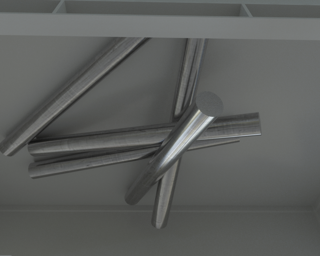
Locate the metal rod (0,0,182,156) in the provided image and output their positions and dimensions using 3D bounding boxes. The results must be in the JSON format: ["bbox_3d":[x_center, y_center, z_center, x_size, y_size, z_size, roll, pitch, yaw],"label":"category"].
[{"bbox_3d":[-0.099,-0.047,0.367,0.299,0.025,0.025,-34,123,25],"label":"metal rod"}]

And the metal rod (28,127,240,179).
[{"bbox_3d":[-0.042,0.035,0.438,0.301,0.025,0.025,-11,130,8],"label":"metal rod"}]

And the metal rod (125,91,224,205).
[{"bbox_3d":[-0.002,0.047,0.382,0.025,0.025,0.298,14,150,-12],"label":"metal rod"}]

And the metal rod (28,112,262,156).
[{"bbox_3d":[-0.035,0.011,0.378,0.301,0.025,0.025,-6,131,21],"label":"metal rod"}]

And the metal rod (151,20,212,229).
[{"bbox_3d":[0.020,0.018,0.395,0.025,0.025,0.298,6,121,-6],"label":"metal rod"}]
